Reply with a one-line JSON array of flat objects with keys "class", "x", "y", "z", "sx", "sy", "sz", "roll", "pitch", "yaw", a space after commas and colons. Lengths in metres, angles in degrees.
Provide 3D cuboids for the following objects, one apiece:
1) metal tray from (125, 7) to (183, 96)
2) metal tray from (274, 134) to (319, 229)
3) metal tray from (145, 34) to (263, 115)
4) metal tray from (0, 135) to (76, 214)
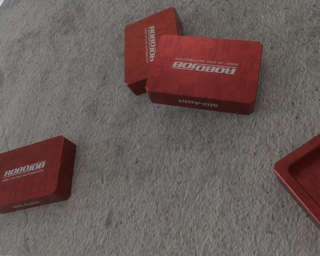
[{"class": "metal tray", "x": -0.008, "y": -0.120, "z": 0.479, "sx": 0.090, "sy": 0.030, "sz": 0.130, "roll": -17, "pitch": 55, "yaw": 18}, {"class": "metal tray", "x": 0.185, "y": 0.037, "z": 0.280, "sx": 0.130, "sy": 0.030, "sz": 0.090, "roll": -35, "pitch": 51, "yaw": 5}, {"class": "metal tray", "x": 0.056, "y": -0.069, "z": 0.390, "sx": 0.131, "sy": 0.030, "sz": 0.090, "roll": 9, "pitch": 66, "yaw": 13}, {"class": "metal tray", "x": -0.190, "y": 0.070, "z": 0.458, "sx": 0.130, "sy": 0.030, "sz": 0.090, "roll": -15, "pitch": 55, "yaw": 19}]
